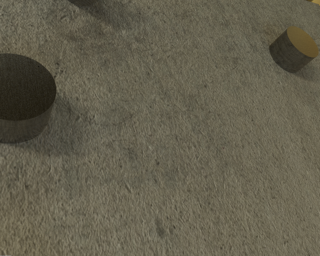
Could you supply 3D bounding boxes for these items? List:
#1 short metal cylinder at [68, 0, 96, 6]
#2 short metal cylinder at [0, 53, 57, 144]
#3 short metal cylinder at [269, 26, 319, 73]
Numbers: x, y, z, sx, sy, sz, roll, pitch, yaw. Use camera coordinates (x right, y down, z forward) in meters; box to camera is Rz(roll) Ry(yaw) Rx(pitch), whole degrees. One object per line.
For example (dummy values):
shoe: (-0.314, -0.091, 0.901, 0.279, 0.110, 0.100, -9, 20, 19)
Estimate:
short metal cylinder: (-0.111, -0.226, 0.446, 0.080, 0.080, 0.050, 35, 51, -6)
short metal cylinder: (-0.154, -0.030, 0.323, 0.081, 0.050, 0.080, 14, 56, -21)
short metal cylinder: (0.272, -0.160, 0.631, 0.081, 0.050, 0.080, 14, 56, -21)
